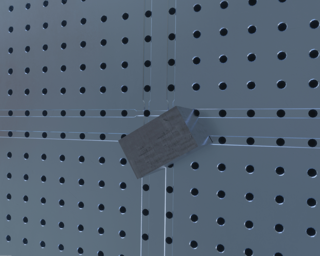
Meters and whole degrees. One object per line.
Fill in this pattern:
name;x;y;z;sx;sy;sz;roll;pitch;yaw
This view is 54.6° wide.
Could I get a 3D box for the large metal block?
large metal block;0.010;0.017;0.380;0.080;0.080;0.050;-31;80;17
